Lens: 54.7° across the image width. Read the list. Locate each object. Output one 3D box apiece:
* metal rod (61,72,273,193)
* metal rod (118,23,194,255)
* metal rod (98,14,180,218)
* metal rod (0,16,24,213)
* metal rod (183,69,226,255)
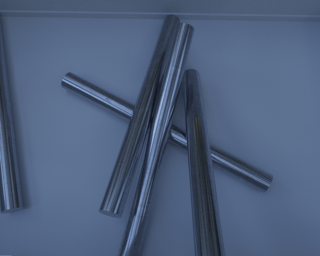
[{"bbox_3d":[0.002,0.002,0.409,0.301,0.025,0.025,27,72,9],"label":"metal rod"},{"bbox_3d":[-0.002,0.011,0.380,0.025,0.025,0.299,13,80,4],"label":"metal rod"},{"bbox_3d":[-0.017,-0.036,0.397,0.025,0.025,0.300,13,61,4],"label":"metal rod"},{"bbox_3d":[-0.217,-0.037,0.420,0.025,0.025,0.299,-14,71,-6],"label":"metal rod"},{"bbox_3d":[0.043,0.031,0.332,0.025,0.025,0.300,1,44,0],"label":"metal rod"}]
